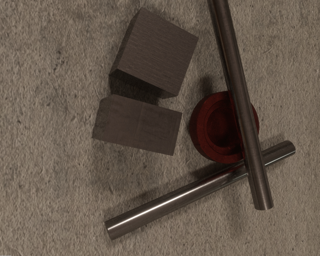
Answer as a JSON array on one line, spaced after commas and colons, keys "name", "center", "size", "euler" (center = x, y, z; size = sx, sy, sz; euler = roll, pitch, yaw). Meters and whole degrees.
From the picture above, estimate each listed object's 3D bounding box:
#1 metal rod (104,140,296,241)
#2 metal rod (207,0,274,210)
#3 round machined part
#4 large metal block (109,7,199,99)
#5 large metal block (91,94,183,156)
[{"name": "metal rod", "center": [0.069, 0.080, 0.436], "size": [0.302, 0.025, 0.025], "euler": [-20, 97, -19]}, {"name": "metal rod", "center": [0.104, -0.038, 0.404], "size": [0.025, 0.025, 0.298], "euler": [-16, 95, -20]}, {"name": "round machined part", "center": [0.085, -0.001, 0.433], "size": [0.099, 0.042, 0.097], "euler": [0, 90, -20]}, {"name": "large metal block", "center": [-0.009, -0.091, 0.393], "size": [0.080, 0.050, 0.080], "euler": [23, 82, -19]}, {"name": "large metal block", "center": [-0.031, -0.002, 0.369], "size": [0.081, 0.080, 0.050], "euler": [14, 85, -20]}]
